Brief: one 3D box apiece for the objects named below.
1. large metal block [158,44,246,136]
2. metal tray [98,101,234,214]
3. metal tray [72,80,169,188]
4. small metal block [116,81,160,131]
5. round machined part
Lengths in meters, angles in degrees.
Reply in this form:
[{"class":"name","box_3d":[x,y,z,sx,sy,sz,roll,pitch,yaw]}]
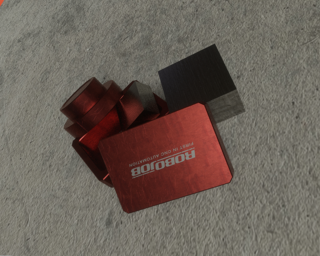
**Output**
[{"class":"large metal block","box_3d":[0.051,-0.047,0.392,0.080,0.050,0.080,-24,53,13]},{"class":"metal tray","box_3d":[0.006,0.034,0.349,0.130,0.030,0.090,-21,90,16]},{"class":"metal tray","box_3d":[-0.049,0.005,0.424,0.130,0.030,0.090,-46,51,-4]},{"class":"small metal block","box_3d":[-0.031,-0.024,0.407,0.050,0.025,0.050,-46,47,33]},{"class":"round machined part","box_3d":[-0.104,-0.035,0.444,0.098,0.042,0.098,-37,22,18]}]
